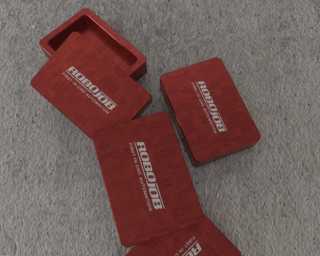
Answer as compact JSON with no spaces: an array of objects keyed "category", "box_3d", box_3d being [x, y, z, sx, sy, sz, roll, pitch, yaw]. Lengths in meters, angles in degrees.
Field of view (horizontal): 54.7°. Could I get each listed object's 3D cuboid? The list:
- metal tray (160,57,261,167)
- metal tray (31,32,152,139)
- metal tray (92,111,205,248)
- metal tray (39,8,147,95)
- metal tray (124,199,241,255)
[{"category":"metal tray","box_3d":[0.063,-0.023,0.414,0.091,0.030,0.130,-19,71,-7]},{"category":"metal tray","box_3d":[-0.086,-0.047,0.398,0.130,0.030,0.090,41,92,4]},{"category":"metal tray","box_3d":[-0.015,0.055,0.348,0.091,0.030,0.129,-17,75,-6]},{"category":"metal tray","box_3d":[-0.094,-0.102,0.441,0.130,0.030,0.090,43,75,14]},{"category":"metal tray","box_3d":[0.014,0.156,0.348,0.130,0.030,0.090,-41,75,-14]}]
